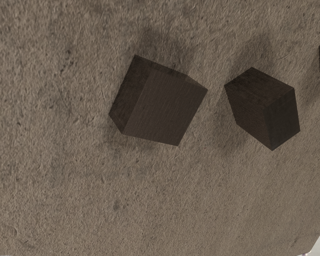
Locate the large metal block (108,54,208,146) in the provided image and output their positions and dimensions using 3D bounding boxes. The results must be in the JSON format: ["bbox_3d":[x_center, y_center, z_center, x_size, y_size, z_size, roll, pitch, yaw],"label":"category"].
[{"bbox_3d":[-0.003,-0.031,0.371,0.081,0.050,0.080,14,111,-35],"label":"large metal block"}]

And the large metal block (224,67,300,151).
[{"bbox_3d":[0.143,-0.028,0.435,0.050,0.080,0.080,-34,129,-6],"label":"large metal block"}]
